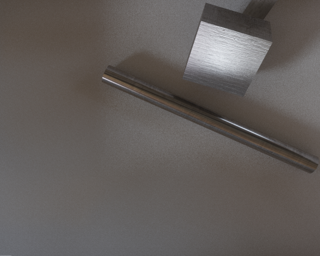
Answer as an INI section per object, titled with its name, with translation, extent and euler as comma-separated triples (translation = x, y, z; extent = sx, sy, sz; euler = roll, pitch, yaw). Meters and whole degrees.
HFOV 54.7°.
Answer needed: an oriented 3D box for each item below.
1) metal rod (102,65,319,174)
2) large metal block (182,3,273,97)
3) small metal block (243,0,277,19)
[metal rod]
translation = 0.067, -0.011, 0.412
extent = 0.301, 0.025, 0.025
euler = 24, 90, -1
[large metal block]
translation = 0.080, -0.094, 0.379
extent = 0.080, 0.079, 0.050
euler = 16, 45, -1
[small metal block]
translation = 0.124, -0.151, 0.400
extent = 0.025, 0.050, 0.050
euler = 35, 90, -1
